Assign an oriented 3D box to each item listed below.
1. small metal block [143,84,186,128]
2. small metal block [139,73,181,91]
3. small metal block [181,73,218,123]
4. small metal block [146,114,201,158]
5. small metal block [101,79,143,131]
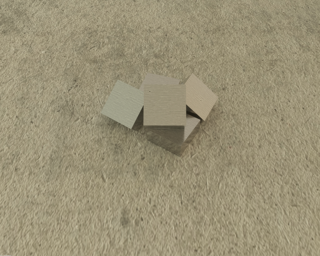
[{"bbox_3d":[0.006,-0.026,0.379,0.050,0.025,0.050,0,83,0],"label":"small metal block"},{"bbox_3d":[-0.002,-0.050,0.447,0.050,0.025,0.050,14,51,11],"label":"small metal block"},{"bbox_3d":[0.045,-0.038,0.423,0.050,0.025,0.050,41,54,-10],"label":"small metal block"},{"bbox_3d":[0.017,0.003,0.403,0.050,0.025,0.050,26,55,20],"label":"small metal block"},{"bbox_3d":[-0.042,-0.030,0.414,0.050,0.025,0.050,27,91,19],"label":"small metal block"}]
